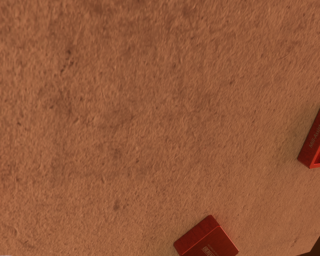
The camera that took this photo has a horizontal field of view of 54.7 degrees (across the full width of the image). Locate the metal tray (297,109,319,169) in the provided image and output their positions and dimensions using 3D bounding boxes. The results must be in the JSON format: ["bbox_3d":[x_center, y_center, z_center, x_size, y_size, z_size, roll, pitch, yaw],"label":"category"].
[{"bbox_3d":[0.328,0.013,0.594,0.091,0.030,0.129,-3,120,-27],"label":"metal tray"}]

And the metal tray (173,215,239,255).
[{"bbox_3d":[0.093,0.234,0.602,0.090,0.030,0.130,-38,130,-3],"label":"metal tray"}]
